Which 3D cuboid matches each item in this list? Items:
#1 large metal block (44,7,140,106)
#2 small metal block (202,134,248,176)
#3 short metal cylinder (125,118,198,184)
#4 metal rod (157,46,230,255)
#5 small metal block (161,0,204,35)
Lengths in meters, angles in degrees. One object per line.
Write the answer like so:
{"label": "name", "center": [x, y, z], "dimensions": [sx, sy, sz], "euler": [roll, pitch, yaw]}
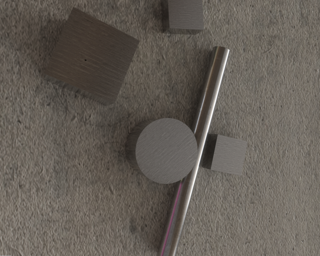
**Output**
{"label": "large metal block", "center": [-0.081, -0.080, 0.366], "dimensions": [0.080, 0.050, 0.080], "euler": [23, 82, -19]}
{"label": "small metal block", "center": [0.093, 0.038, 0.445], "dimensions": [0.050, 0.025, 0.050], "euler": [14, 85, -20]}
{"label": "short metal cylinder", "center": [0.001, 0.027, 0.397], "dimensions": [0.081, 0.050, 0.079], "euler": [0, 90, -21]}
{"label": "metal rod", "center": [0.048, 0.032, 0.427], "dimensions": [0.025, 0.025, 0.299], "euler": [18, 84, -20]}
{"label": "small metal block", "center": [0.030, -0.156, 0.421], "dimensions": [0.050, 0.025, 0.050], "euler": [-4, 92, -20]}
